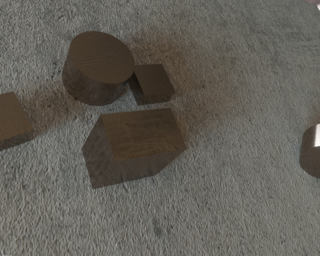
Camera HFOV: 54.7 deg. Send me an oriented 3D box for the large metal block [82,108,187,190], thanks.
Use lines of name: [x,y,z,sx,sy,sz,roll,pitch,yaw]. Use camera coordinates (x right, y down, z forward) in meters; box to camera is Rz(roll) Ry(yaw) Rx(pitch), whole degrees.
large metal block: [-0.031,0.023,0.339,0.081,0.080,0.050,-8,66,-32]

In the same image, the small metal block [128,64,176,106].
small metal block: [-0.014,-0.062,0.436,0.050,0.025,0.050,-11,67,-33]

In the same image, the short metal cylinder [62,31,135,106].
short metal cylinder: [-0.078,-0.075,0.392,0.081,0.050,0.080,14,56,-21]

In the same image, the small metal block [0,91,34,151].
small metal block: [-0.166,-0.005,0.318,0.050,0.025,0.050,-23,75,-37]

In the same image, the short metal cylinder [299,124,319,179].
short metal cylinder: [0.268,0.038,0.493,0.080,0.080,0.050,34,51,-6]
